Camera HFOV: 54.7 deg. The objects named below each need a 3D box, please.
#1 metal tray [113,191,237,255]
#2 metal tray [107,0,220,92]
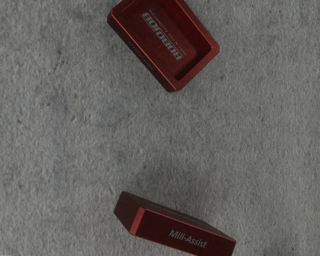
[{"bbox_3d":[0.016,0.121,0.381,0.131,0.090,0.030,25,82,-19],"label":"metal tray"},{"bbox_3d":[0.007,-0.123,0.409,0.090,0.030,0.130,-46,105,-15],"label":"metal tray"}]
